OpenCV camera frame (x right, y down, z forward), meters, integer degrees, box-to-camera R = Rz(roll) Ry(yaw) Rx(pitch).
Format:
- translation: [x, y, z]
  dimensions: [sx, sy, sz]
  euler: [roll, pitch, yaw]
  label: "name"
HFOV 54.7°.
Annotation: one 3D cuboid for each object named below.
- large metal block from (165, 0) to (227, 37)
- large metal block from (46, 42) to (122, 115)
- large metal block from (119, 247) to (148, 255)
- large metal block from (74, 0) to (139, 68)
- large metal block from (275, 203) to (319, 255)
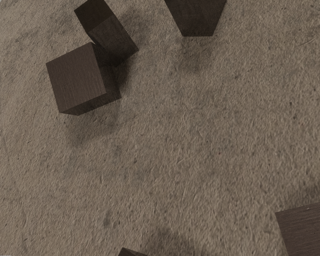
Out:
- translation: [0.055, -0.194, 0.457]
  dimensions: [0.050, 0.080, 0.080]
  euler: [10, 67, 32]
  label: "large metal block"
- translation: [-0.115, -0.072, 0.471]
  dimensions: [0.080, 0.050, 0.080]
  euler: [-20, 81, 16]
  label: "large metal block"
- translation: [-0.014, 0.172, 0.289]
  dimensions: [0.080, 0.050, 0.080]
  euler: [19, 71, 35]
  label: "large metal block"
- translation: [-0.088, -0.161, 0.511]
  dimensions: [0.050, 0.080, 0.080]
  euler: [-35, 51, 4]
  label: "large metal block"
- translation: [0.148, 0.103, 0.247]
  dimensions: [0.080, 0.050, 0.080]
  euler: [-19, 54, 16]
  label: "large metal block"
